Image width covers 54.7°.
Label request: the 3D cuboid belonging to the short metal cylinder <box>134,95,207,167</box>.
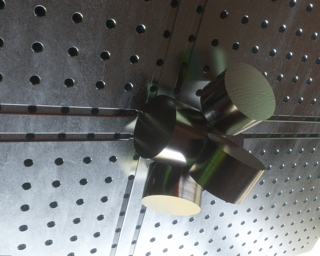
[{"bbox_3d":[0.011,0.005,0.384,0.050,0.080,0.080,20,107,-36],"label":"short metal cylinder"}]

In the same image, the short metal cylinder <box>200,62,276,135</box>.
[{"bbox_3d":[0.100,-0.036,0.398,0.081,0.080,0.050,2,157,-29],"label":"short metal cylinder"}]

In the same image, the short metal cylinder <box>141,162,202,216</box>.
[{"bbox_3d":[0.018,0.084,0.430,0.080,0.050,0.080,8,149,5],"label":"short metal cylinder"}]

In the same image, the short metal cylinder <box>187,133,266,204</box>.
[{"bbox_3d":[0.081,0.048,0.384,0.081,0.080,0.050,19,108,-36],"label":"short metal cylinder"}]

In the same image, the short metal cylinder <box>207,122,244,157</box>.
[{"bbox_3d":[0.072,0.020,0.445,0.081,0.050,0.079,-13,123,-21],"label":"short metal cylinder"}]
